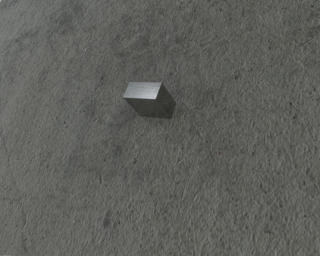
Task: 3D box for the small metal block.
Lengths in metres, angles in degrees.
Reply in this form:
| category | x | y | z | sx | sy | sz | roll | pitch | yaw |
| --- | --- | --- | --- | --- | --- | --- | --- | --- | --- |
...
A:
| category | x | y | z | sx | sy | sz | roll | pitch | yaw |
| --- | --- | --- | --- | --- | --- | --- | --- | --- | --- |
| small metal block | -0.013 | -0.037 | 0.417 | 0.050 | 0.050 | 0.025 | 6 | 65 | 30 |
